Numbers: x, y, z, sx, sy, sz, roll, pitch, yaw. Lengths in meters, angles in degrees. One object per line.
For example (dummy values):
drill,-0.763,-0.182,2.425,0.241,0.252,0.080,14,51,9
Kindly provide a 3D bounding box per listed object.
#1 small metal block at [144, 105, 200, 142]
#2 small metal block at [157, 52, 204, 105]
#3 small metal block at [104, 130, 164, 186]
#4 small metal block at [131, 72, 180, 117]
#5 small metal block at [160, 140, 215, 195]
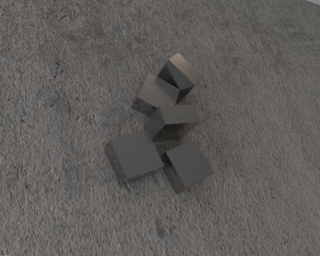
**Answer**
small metal block,0.014,-0.005,0.398,0.050,0.050,0.025,-5,64,-30
small metal block,0.026,-0.070,0.444,0.050,0.050,0.025,45,51,3
small metal block,-0.031,0.034,0.366,0.050,0.025,0.050,-15,69,-34
small metal block,-0.005,-0.041,0.426,0.050,0.025,0.050,28,52,-11
small metal block,0.033,0.049,0.391,0.050,0.025,0.050,-19,72,-35
